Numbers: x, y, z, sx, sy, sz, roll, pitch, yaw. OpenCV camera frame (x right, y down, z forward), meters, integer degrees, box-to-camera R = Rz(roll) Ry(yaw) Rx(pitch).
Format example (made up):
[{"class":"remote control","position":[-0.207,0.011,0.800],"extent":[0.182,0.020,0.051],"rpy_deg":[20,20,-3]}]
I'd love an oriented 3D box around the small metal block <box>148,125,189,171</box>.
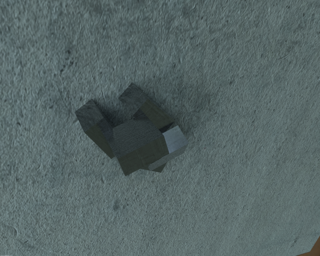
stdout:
[{"class":"small metal block","position":[0.004,0.026,0.380],"extent":[0.050,0.025,0.050],"rpy_deg":[-28,166,-11]}]

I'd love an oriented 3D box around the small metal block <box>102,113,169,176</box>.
[{"class":"small metal block","position":[-0.026,0.016,0.324],"extent":[0.050,0.050,0.025],"rpy_deg":[-26,128,-13]}]

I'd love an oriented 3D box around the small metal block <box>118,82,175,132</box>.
[{"class":"small metal block","position":[-0.016,-0.023,0.371],"extent":[0.025,0.050,0.050],"rpy_deg":[-49,129,6]}]

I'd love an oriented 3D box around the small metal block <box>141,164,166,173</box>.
[{"class":"small metal block","position":[-0.012,0.030,0.422],"extent":[0.050,0.025,0.050],"rpy_deg":[17,109,-35]}]

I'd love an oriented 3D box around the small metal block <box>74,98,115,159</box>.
[{"class":"small metal block","position":[-0.068,0.001,0.357],"extent":[0.025,0.050,0.050],"rpy_deg":[-39,130,-3]}]
